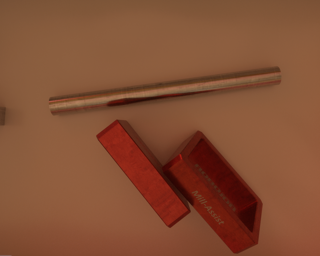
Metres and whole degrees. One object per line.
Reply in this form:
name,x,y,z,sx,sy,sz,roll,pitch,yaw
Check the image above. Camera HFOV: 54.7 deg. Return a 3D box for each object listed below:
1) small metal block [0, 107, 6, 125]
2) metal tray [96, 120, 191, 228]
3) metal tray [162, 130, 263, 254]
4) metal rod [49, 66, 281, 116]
small metal block,-0.236,-0.017,0.396,0.050,0.050,0.025,4,90,-1
metal tray,-0.018,0.050,0.378,0.030,0.090,0.130,-39,90,1
metal tray,0.069,0.073,0.378,0.030,0.090,0.130,-41,90,28
metal rod,0.007,-0.049,0.411,0.302,0.025,0.025,-8,90,-1
